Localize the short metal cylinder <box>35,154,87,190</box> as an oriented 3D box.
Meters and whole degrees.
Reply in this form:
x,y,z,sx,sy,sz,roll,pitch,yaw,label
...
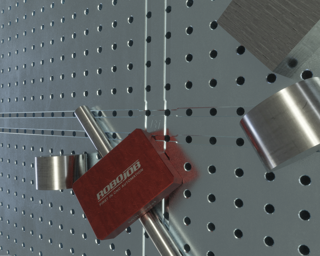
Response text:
x,y,z,sx,sy,sz,roll,pitch,yaw,label
-0.159,0.069,0.502,0.080,0.081,0.050,-5,87,39,short metal cylinder

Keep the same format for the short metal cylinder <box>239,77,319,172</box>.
x,y,z,sx,sy,sz,roll,pitch,yaw,label
0.119,-0.001,0.275,0.080,0.081,0.050,-38,67,33,short metal cylinder

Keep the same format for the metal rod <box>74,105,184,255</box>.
x,y,z,sx,sy,sz,roll,pitch,yaw,label
-0.048,0.078,0.446,0.025,0.025,0.300,-52,60,27,metal rod

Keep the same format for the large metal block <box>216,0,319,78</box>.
x,y,z,sx,sy,sz,roll,pitch,yaw,label
0.117,-0.107,0.296,0.080,0.050,0.080,-52,60,27,large metal block

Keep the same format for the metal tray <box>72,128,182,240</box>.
x,y,z,sx,sy,sz,roll,pitch,yaw,label
-0.047,0.075,0.415,0.130,0.030,0.090,-41,63,10,metal tray
